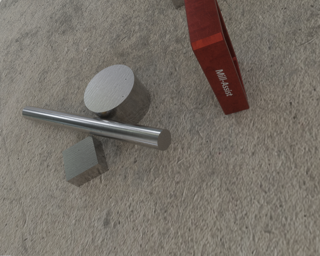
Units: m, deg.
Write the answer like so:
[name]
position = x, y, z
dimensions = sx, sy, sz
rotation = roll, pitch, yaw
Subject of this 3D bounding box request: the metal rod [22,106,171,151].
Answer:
[metal rod]
position = -0.111, -0.006, 0.443
dimensions = 0.300, 0.025, 0.025
rotation = 10, 67, 38

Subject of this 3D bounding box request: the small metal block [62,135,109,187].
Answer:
[small metal block]
position = -0.104, 0.045, 0.429
dimensions = 0.050, 0.025, 0.050
rotation = -30, 52, 9

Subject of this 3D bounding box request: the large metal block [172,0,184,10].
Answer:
[large metal block]
position = 0.028, -0.262, 0.513
dimensions = 0.050, 0.080, 0.080
rotation = -21, 54, 15

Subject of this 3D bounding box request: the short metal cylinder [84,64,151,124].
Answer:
[short metal cylinder]
position = -0.060, -0.044, 0.445
dimensions = 0.080, 0.050, 0.080
rotation = -13, 56, 20

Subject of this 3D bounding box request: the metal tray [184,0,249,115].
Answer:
[metal tray]
position = 0.067, -0.085, 0.353
dimensions = 0.030, 0.130, 0.090
rotation = -16, 56, 19
